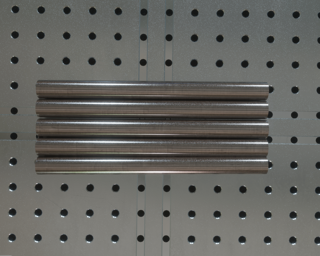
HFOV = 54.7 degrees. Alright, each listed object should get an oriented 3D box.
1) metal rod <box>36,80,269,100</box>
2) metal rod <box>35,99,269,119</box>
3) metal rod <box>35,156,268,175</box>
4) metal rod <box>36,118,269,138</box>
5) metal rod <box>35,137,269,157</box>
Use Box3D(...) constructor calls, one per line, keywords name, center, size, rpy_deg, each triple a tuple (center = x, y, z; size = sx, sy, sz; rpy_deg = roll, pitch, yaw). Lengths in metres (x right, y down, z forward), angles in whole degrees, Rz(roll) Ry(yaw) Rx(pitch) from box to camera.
Box3D(name="metal rod", center=(-0.009, -0.050, 0.413), size=(0.302, 0.025, 0.025), rpy_deg=(0, 90, -1))
Box3D(name="metal rod", center=(-0.010, -0.025, 0.413), size=(0.302, 0.025, 0.025), rpy_deg=(0, 90, -1))
Box3D(name="metal rod", center=(-0.010, 0.050, 0.413), size=(0.302, 0.025, 0.025), rpy_deg=(0, 90, -1))
Box3D(name="metal rod", center=(-0.009, 0.001, 0.413), size=(0.302, 0.025, 0.025), rpy_deg=(0, 90, -1))
Box3D(name="metal rod", center=(-0.010, 0.026, 0.413), size=(0.302, 0.025, 0.025), rpy_deg=(0, 90, -1))
